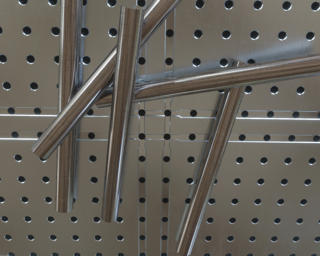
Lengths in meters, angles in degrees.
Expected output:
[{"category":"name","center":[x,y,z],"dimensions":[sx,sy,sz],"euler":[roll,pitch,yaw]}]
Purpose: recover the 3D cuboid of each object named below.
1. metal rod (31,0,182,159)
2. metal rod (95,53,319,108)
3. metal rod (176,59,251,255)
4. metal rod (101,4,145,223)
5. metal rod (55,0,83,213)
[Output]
[{"category":"metal rod","center":[-0.051,-0.080,0.366],"dimensions":[0.025,0.025,0.299],"euler":[40,99,-14]},{"category":"metal rod","center":[0.066,-0.057,0.370],"dimensions":[0.301,0.025,0.025],"euler":[-7,110,11]},{"category":"metal rod","center":[0.070,0.054,0.434],"dimensions":[0.025,0.025,0.298],"euler":[12,110,-5]},{"category":"metal rod","center":[-0.051,0.004,0.388],"dimensions":[0.025,0.025,0.298],"euler":[9,119,-4]},{"category":"metal rod","center":[-0.120,-0.022,0.403],"dimensions":[0.025,0.025,0.298],"euler":[7,110,-3]}]
